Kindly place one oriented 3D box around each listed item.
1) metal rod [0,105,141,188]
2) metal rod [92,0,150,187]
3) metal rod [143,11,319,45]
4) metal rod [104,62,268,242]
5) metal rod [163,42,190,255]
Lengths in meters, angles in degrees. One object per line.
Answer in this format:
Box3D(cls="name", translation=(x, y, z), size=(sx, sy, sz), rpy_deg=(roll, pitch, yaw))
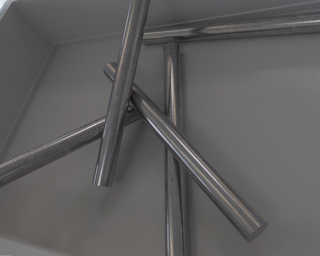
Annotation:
Box3D(cls="metal rod", translation=(-0.141, 0.033, 0.380), size=(0.302, 0.025, 0.025), rpy_deg=(-27, 47, -22))
Box3D(cls="metal rod", translation=(-0.043, -0.076, 0.392), size=(0.025, 0.025, 0.298), rpy_deg=(10, 88, 32))
Box3D(cls="metal rod", translation=(0.099, -0.140, 0.439), size=(0.300, 0.025, 0.025), rpy_deg=(5, 64, 30))
Box3D(cls="metal rod", translation=(0.007, 0.004, 0.365), size=(0.025, 0.025, 0.300), rpy_deg=(-41, 53, 0))
Box3D(cls="metal rod", translation=(0.018, 0.007, 0.392), size=(0.025, 0.025, 0.299), rpy_deg=(-13, 56, 21))
